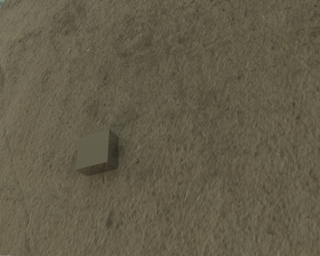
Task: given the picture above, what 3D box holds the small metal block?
[{"bbox_3d":[-0.086,0.035,0.429,0.050,0.025,0.050,-16,55,19],"label":"small metal block"}]
